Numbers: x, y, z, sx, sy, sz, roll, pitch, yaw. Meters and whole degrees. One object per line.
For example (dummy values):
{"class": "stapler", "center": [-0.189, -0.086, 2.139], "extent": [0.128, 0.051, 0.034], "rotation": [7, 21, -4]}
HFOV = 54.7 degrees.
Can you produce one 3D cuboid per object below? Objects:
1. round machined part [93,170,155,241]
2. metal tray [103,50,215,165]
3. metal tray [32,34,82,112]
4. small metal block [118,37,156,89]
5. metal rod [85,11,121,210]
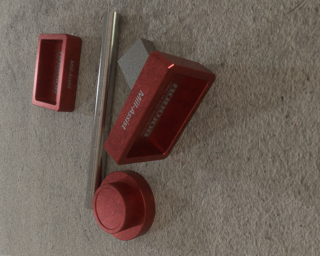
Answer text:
{"class": "round machined part", "center": [-0.057, 0.110, 0.439], "extent": [0.098, 0.042, 0.097], "rotation": [0, 90, 39]}
{"class": "metal tray", "center": [0.000, -0.019, 0.360], "extent": [0.030, 0.091, 0.129], "rotation": [44, 116, 31]}
{"class": "metal tray", "center": [-0.185, -0.099, 0.550], "extent": [0.090, 0.030, 0.129], "rotation": [14, 99, 38]}
{"class": "small metal block", "center": [-0.025, -0.086, 0.424], "extent": [0.050, 0.025, 0.050], "rotation": [-38, 67, 33]}
{"class": "metal rod", "center": [-0.088, -0.023, 0.474], "extent": [0.025, 0.025, 0.298], "rotation": [11, 97, 39]}
